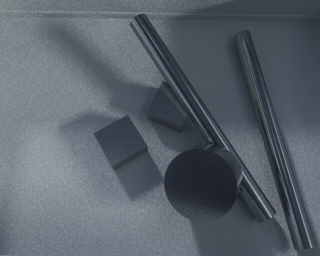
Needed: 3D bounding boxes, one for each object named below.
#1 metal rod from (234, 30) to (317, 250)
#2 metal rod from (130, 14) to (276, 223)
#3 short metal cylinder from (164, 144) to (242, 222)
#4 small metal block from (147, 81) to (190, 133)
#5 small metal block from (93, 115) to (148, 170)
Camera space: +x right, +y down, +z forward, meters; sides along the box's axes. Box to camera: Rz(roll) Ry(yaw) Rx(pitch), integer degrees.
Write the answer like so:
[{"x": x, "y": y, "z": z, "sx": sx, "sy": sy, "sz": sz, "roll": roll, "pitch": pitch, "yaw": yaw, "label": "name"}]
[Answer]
[{"x": 0.146, "y": 0.001, "z": 0.411, "sx": 0.025, "sy": 0.025, "sz": 0.299, "roll": -9, "pitch": 70, "yaw": -4, "label": "metal rod"}, {"x": 0.050, "y": -0.018, "z": 0.392, "sx": 0.025, "sy": 0.025, "sz": 0.299, "roll": -31, "pitch": 82, "yaw": -11, "label": "metal rod"}, {"x": 0.051, "y": 0.060, "z": 0.357, "sx": 0.080, "sy": 0.050, "sz": 0.079, "roll": 2, "pitch": 94, "yaw": 20, "label": "short metal cylinder"}, {"x": 0.016, "y": -0.028, "z": 0.420, "sx": 0.050, "sy": 0.025, "sz": 0.050, "roll": 24, "pitch": 72, "yaw": 8, "label": "small metal block"}, {"x": -0.050, "y": 0.019, "z": 0.402, "sx": 0.050, "sy": 0.025, "sz": 0.050, "roll": -30, "pitch": 73, "yaw": -11, "label": "small metal block"}]
